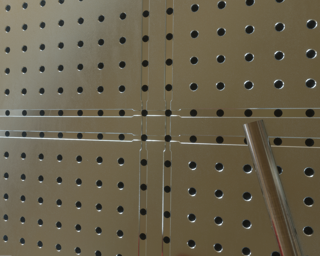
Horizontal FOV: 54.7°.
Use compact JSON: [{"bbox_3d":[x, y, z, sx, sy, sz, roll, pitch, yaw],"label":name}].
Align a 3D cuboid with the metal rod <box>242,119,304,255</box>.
[{"bbox_3d":[0.150,0.137,0.359,0.025,0.025,0.298,-17,85,19],"label":"metal rod"}]
